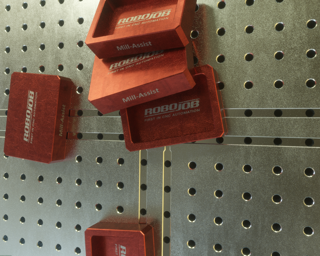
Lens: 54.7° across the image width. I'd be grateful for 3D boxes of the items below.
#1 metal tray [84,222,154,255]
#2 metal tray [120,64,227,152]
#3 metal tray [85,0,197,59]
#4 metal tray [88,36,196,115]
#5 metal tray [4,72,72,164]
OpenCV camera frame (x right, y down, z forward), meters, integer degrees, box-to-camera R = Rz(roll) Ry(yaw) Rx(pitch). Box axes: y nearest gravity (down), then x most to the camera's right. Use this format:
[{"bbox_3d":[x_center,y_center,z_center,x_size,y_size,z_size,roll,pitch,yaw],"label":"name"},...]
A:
[{"bbox_3d":[-0.054,0.201,0.427,0.090,0.030,0.129,-4,89,19],"label":"metal tray"},{"bbox_3d":[0.014,-0.023,0.404,0.130,0.030,0.089,-10,87,19],"label":"metal tray"},{"bbox_3d":[-0.023,-0.138,0.389,0.130,0.030,0.090,-1,63,26],"label":"metal tray"},{"bbox_3d":[-0.024,-0.075,0.393,0.130,0.030,0.090,-15,53,19],"label":"metal tray"},{"bbox_3d":[-0.188,-0.017,0.474,0.090,0.030,0.129,8,93,19],"label":"metal tray"}]
